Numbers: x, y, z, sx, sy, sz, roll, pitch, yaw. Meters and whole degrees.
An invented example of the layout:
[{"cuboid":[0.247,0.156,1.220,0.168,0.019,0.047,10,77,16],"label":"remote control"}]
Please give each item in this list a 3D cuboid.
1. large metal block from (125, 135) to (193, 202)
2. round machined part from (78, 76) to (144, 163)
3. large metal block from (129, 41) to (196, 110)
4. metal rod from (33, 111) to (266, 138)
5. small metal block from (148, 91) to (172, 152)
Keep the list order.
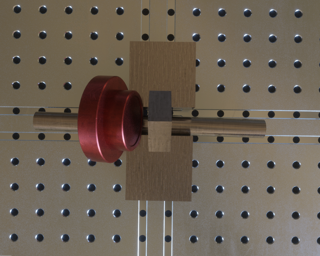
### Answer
[{"cuboid":[-0.001,0.049,0.401,0.081,0.050,0.079,1,90,0],"label":"large metal block"},{"cuboid":[-0.049,-0.009,0.347,0.042,0.098,0.097,4,90,14],"label":"round machined part"},{"cuboid":[0.003,-0.065,0.401,0.081,0.050,0.079,1,90,0],"label":"large metal block"},{"cuboid":[-0.013,-0.004,0.413,0.302,0.025,0.025,2,90,0],"label":"metal rod"},{"cuboid":[0.000,-0.008,0.357,0.025,0.050,0.050,1,46,0],"label":"small metal block"}]
